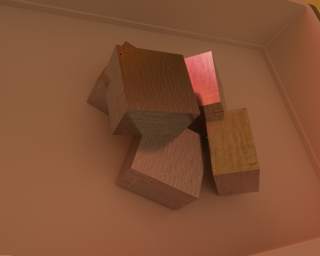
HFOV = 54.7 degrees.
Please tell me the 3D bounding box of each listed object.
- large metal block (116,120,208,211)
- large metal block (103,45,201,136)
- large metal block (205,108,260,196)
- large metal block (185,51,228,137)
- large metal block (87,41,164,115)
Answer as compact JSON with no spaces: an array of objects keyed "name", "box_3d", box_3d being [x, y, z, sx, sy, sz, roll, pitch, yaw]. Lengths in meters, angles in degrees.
[{"name":"large metal block","box_3d":[0.005,0.039,0.364,0.080,0.050,0.080,27,52,-12]},{"name":"large metal block","box_3d":[-0.012,-0.039,0.340,0.081,0.050,0.080,2,60,-26]},{"name":"large metal block","box_3d":[0.091,0.033,0.391,0.050,0.080,0.080,-9,59,11]},{"name":"large metal block","box_3d":[0.059,-0.042,0.419,0.080,0.050,0.080,53,29,-55]},{"name":"large metal block","box_3d":[-0.035,-0.053,0.403,0.080,0.050,0.080,32,51,-8]}]
